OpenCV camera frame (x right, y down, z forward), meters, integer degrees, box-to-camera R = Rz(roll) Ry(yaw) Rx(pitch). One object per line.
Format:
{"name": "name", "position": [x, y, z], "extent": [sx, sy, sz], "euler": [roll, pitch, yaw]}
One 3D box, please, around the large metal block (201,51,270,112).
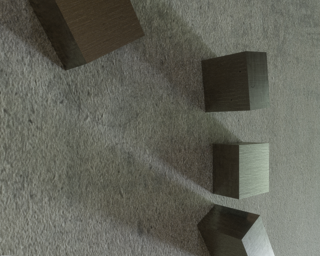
{"name": "large metal block", "position": [0.112, -0.067, 0.462], "extent": [0.050, 0.080, 0.079], "euler": [-10, 96, -40]}

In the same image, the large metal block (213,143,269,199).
{"name": "large metal block", "position": [0.131, 0.064, 0.498], "extent": [0.081, 0.050, 0.080], "euler": [0, 90, -40]}

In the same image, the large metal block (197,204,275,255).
{"name": "large metal block", "position": [0.113, 0.169, 0.464], "extent": [0.050, 0.080, 0.080], "euler": [-37, 113, -34]}

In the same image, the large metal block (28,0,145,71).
{"name": "large metal block", "position": [-0.075, -0.116, 0.325], "extent": [0.080, 0.050, 0.080], "euler": [-37, 113, -34]}
